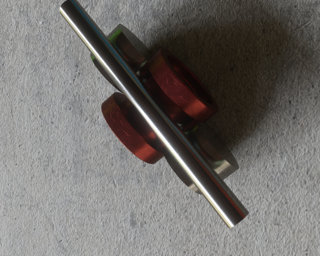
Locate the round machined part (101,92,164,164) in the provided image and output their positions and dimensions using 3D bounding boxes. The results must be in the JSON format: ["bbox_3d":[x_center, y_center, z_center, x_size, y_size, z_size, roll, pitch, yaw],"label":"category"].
[{"bbox_3d":[-0.021,-0.007,0.377,0.042,0.098,0.098,-40,78,11],"label":"round machined part"}]

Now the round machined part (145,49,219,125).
[{"bbox_3d":[0.021,-0.043,0.364,0.042,0.098,0.098,-42,77,20],"label":"round machined part"}]

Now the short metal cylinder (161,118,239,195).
[{"bbox_3d":[0.047,0.030,0.364,0.050,0.080,0.080,-41,78,15],"label":"short metal cylinder"}]

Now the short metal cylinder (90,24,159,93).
[{"bbox_3d":[-0.041,-0.084,0.394,0.050,0.080,0.080,-41,78,15],"label":"short metal cylinder"}]

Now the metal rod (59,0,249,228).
[{"bbox_3d":[-0.015,-0.026,0.330,0.025,0.025,0.300,-42,77,15],"label":"metal rod"}]
